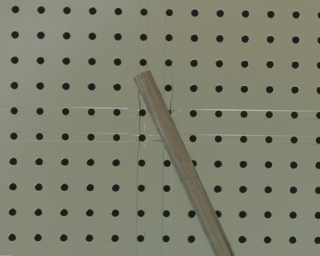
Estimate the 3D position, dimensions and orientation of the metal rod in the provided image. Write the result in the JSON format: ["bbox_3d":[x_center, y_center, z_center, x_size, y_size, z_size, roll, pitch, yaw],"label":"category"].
[{"bbox_3d":[0.038,0.065,0.413,0.025,0.025,0.299,-25,90,0],"label":"metal rod"}]
